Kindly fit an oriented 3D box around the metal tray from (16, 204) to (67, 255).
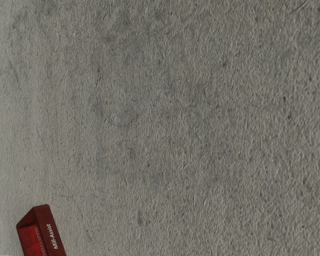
[{"bbox_3d":[-0.225,0.223,0.587,0.090,0.030,0.130,-43,64,31],"label":"metal tray"}]
